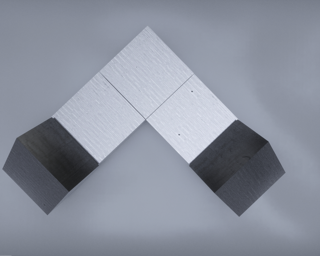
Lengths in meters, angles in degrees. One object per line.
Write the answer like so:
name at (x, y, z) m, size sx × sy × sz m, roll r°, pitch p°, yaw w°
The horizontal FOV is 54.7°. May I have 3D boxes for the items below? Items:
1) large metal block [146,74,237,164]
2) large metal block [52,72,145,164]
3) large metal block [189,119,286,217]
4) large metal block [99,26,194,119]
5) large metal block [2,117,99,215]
large metal block at (0.040, -0.009, 0.397) m, size 0.080 × 0.050 × 0.080 m, roll -44°, pitch 90°, yaw 0°
large metal block at (-0.074, -0.011, 0.396) m, size 0.080 × 0.050 × 0.080 m, roll -44°, pitch 90°, yaw 0°
large metal block at (0.096, 0.050, 0.377) m, size 0.080 × 0.050 × 0.080 m, roll -44°, pitch 134°, yaw 0°
large metal block at (-0.016, -0.067, 0.397) m, size 0.080 × 0.050 × 0.080 m, roll -44°, pitch 90°, yaw 0°
large metal block at (-0.134, 0.048, 0.374) m, size 0.080 × 0.050 × 0.080 m, roll 46°, pitch 133°, yaw 0°
